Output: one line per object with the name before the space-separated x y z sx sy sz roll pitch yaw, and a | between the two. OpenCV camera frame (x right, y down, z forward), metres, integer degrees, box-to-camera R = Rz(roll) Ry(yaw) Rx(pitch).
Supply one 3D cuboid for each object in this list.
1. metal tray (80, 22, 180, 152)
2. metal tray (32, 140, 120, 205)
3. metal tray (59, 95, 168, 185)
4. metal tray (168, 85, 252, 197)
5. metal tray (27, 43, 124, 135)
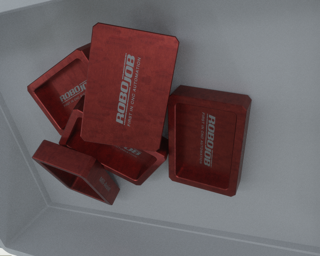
metal tray | -0.035 -0.044 0.349 0.091 0.030 0.129 9 105 -4
metal tray | -0.122 0.071 0.472 0.090 0.030 0.130 16 154 19
metal tray | -0.062 0.021 0.420 0.131 0.030 0.089 29 137 -10
metal tray | 0.057 0.017 0.383 0.090 0.030 0.129 12 124 21
metal tray | -0.117 -0.048 0.433 0.130 0.030 0.090 -22 107 36
